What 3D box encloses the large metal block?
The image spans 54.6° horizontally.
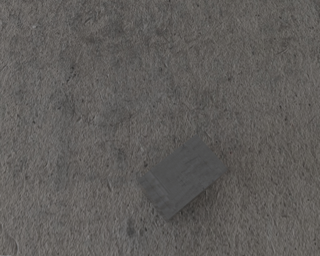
[{"bbox_3d":[0.024,0.061,0.357,0.080,0.080,0.050,-37,74,-12],"label":"large metal block"}]
